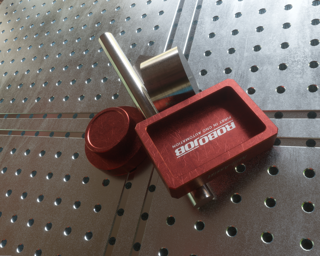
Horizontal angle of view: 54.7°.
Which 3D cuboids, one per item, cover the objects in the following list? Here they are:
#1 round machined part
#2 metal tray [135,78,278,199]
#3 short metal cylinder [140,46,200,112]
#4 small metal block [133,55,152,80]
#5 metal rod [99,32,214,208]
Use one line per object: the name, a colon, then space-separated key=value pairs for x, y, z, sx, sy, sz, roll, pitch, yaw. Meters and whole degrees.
round machined part: x=-0.062 y=0.010 z=0.421 sx=0.098 sy=0.042 sz=0.098 roll=-13 pitch=56 yaw=20
metal tray: x=0.050 y=0.008 z=0.346 sx=0.131 sy=0.030 sz=0.090 roll=-27 pitch=59 yaw=-9
short metal cylinder: x=0.016 y=-0.058 z=0.399 sx=0.050 sy=0.080 sz=0.080 roll=-23 pitch=54 yaw=14
small metal block: x=-0.016 y=-0.081 z=0.465 sx=0.050 sy=0.025 sz=0.050 roll=14 pitch=69 yaw=33
metal rod: x=-0.019 y=-0.030 z=0.413 sx=0.025 sy=0.025 sz=0.299 roll=-34 pitch=59 yaw=5
